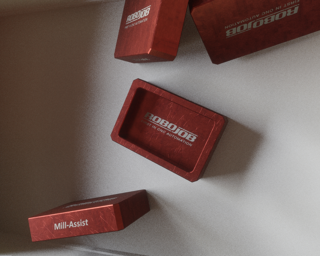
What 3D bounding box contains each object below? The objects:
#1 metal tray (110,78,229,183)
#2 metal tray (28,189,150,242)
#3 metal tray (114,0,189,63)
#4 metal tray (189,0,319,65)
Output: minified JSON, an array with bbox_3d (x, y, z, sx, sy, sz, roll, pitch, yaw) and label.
[{"bbox_3d":[0.010,0.001,0.403,0.130,0.030,0.090,26,98,17],"label":"metal tray"},{"bbox_3d":[-0.090,0.113,0.406,0.130,0.090,0.030,-14,86,19],"label":"metal tray"},{"bbox_3d":[-0.014,-0.126,0.368,0.030,0.130,0.089,10,95,-26],"label":"metal tray"},{"bbox_3d":[0.106,-0.127,0.336,0.130,0.090,0.030,-16,54,19],"label":"metal tray"}]
